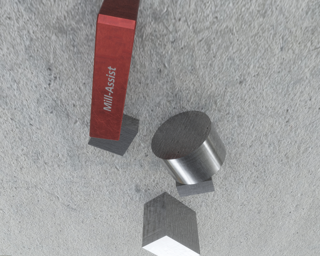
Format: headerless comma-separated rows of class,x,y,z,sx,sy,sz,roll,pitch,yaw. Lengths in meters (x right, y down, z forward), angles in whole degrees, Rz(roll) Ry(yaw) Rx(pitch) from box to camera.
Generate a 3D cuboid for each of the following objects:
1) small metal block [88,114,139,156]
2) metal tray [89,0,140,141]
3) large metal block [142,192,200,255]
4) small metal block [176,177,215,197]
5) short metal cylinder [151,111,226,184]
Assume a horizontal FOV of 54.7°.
small metal block,-0.062,0.005,0.411,0.050,0.025,0.050,22,127,-18
metal tray,-0.045,-0.063,0.310,0.030,0.090,0.129,8,130,-7
large metal block,0.018,0.167,0.513,0.050,0.080,0.080,-35,122,26
small metal block,0.049,0.069,0.450,0.050,0.050,0.025,-12,129,10
short metal cylinder,0.036,0.024,0.392,0.080,0.080,0.050,-22,127,17
